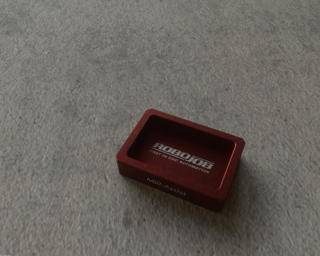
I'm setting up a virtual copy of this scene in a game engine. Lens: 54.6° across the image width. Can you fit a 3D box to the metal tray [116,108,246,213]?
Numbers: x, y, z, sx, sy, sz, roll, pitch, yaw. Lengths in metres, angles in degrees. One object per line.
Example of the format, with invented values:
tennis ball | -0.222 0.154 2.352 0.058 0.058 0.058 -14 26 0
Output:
metal tray | 0.025 0.034 0.371 0.130 0.030 0.090 19 53 15
